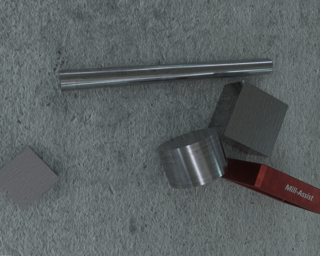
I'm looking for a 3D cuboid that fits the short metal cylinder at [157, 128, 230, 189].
[{"bbox_3d":[0.042,0.037,0.397,0.081,0.080,0.050,-22,98,-19],"label":"short metal cylinder"}]

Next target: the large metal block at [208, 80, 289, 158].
[{"bbox_3d":[0.124,-0.012,0.443,0.080,0.050,0.080,25,82,-19],"label":"large metal block"}]

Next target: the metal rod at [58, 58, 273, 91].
[{"bbox_3d":[0.022,-0.075,0.418,0.303,0.025,0.025,-8,93,-20],"label":"metal rod"}]

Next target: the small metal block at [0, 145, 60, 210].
[{"bbox_3d":[-0.152,0.056,0.353,0.050,0.025,0.050,-43,104,-15],"label":"small metal block"}]

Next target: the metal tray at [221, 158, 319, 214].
[{"bbox_3d":[0.162,0.082,0.436,0.131,0.090,0.030,24,82,-19],"label":"metal tray"}]
